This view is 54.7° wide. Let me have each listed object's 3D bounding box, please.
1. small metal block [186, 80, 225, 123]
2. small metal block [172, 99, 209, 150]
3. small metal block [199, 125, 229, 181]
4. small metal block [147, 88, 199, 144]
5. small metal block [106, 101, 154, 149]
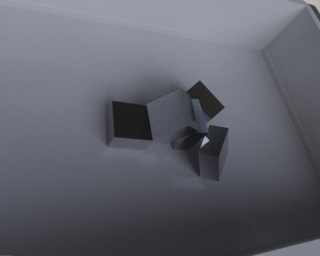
[{"bbox_3d":[0.060,-0.035,0.440,0.025,0.050,0.050,-41,85,-7],"label":"small metal block"},{"bbox_3d":[0.034,-0.004,0.411,0.025,0.050,0.050,1,61,-28],"label":"small metal block"},{"bbox_3d":[0.071,0.033,0.404,0.025,0.050,0.050,11,48,20],"label":"small metal block"},{"bbox_3d":[0.015,-0.013,0.382,0.025,0.050,0.050,26,48,-54],"label":"small metal block"},{"bbox_3d":[-0.038,-0.003,0.385,0.050,0.025,0.050,6,59,-25],"label":"small metal block"}]
